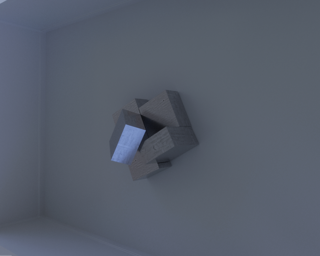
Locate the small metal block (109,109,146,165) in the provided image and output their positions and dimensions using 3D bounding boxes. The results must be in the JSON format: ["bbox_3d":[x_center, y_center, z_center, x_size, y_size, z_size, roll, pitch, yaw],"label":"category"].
[{"bbox_3d":[-0.042,0.010,0.389,0.050,0.025,0.050,-115,46,-63],"label":"small metal block"}]

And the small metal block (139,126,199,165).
[{"bbox_3d":[0.010,0.021,0.378,0.050,0.050,0.025,-34,69,34],"label":"small metal block"}]

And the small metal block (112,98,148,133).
[{"bbox_3d":[-0.035,-0.007,0.432,0.050,0.025,0.050,-31,71,35],"label":"small metal block"}]

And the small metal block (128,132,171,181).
[{"bbox_3d":[-0.019,0.038,0.418,0.050,0.025,0.050,-31,71,35],"label":"small metal block"}]

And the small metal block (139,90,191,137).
[{"bbox_3d":[0.005,-0.014,0.399,0.050,0.025,0.050,-31,71,35],"label":"small metal block"}]
